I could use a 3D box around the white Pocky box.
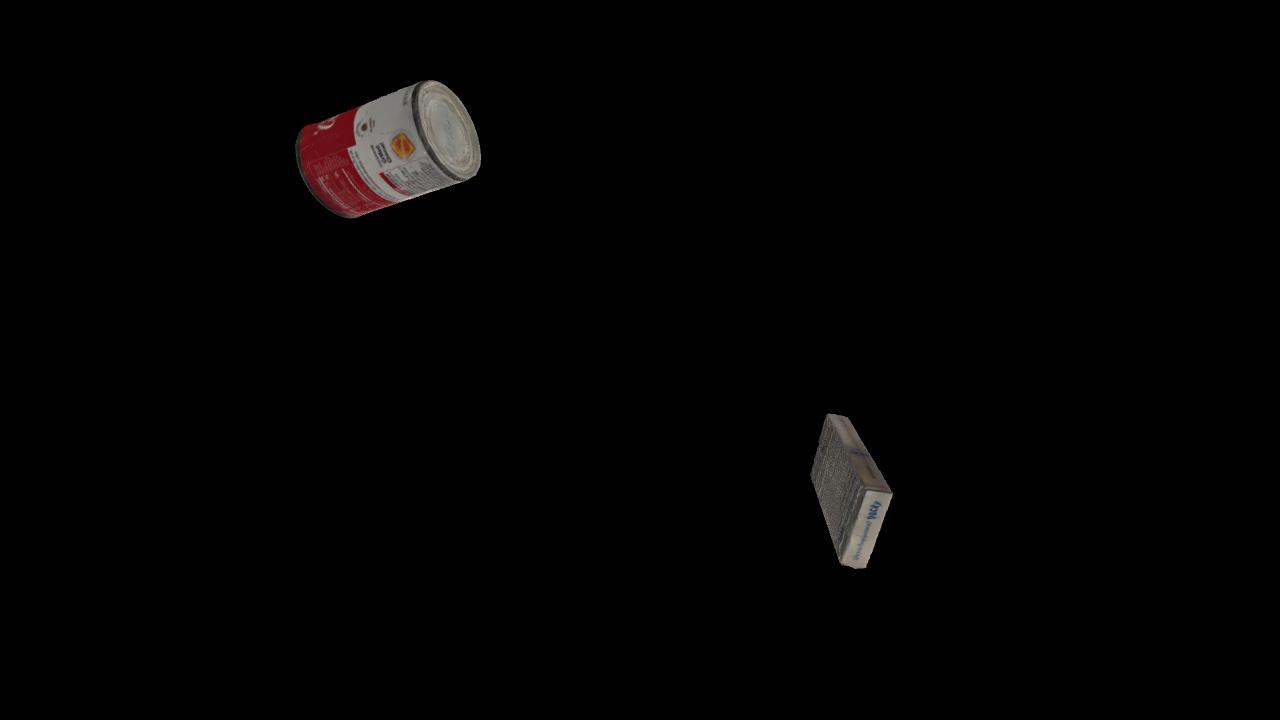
[{"bbox_3d":[0.203,0.122,0.609,0.028,0.084,0.154,10,21,1],"label":"white Pocky box"}]

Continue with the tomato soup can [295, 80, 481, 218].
[{"bbox_3d":[-0.170,-0.142,0.421,0.101,0.068,0.068,-10,-4,20],"label":"tomato soup can"}]
